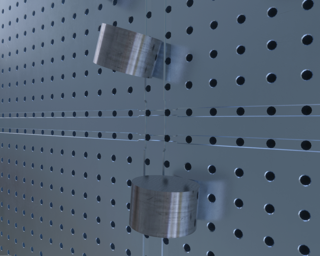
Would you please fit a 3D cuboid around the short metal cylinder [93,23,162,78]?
[{"bbox_3d":[-0.042,-0.101,0.406,0.080,0.081,0.050,26,107,36],"label":"short metal cylinder"}]

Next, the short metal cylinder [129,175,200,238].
[{"bbox_3d":[0.005,0.090,0.368,0.080,0.081,0.050,7,95,39],"label":"short metal cylinder"}]
